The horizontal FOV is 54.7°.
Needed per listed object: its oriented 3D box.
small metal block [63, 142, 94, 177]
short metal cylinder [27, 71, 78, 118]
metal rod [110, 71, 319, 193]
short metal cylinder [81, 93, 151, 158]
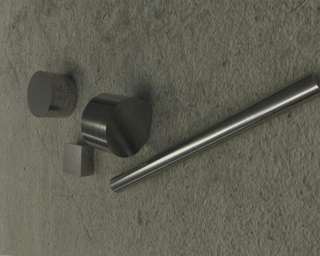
[{"bbox_3d":[-0.137,0.052,0.518,0.050,0.025,0.050,5,93,40],"label":"small metal block"},{"bbox_3d":[-0.190,-0.058,0.546,0.080,0.050,0.079,0,90,40],"label":"short metal cylinder"},{"bbox_3d":[0.041,0.021,0.371,0.299,0.025,0.025,-31,71,35],"label":"metal rod"},{"bbox_3d":[-0.058,-0.005,0.417,0.050,0.081,0.079,14,99,39],"label":"short metal cylinder"}]
